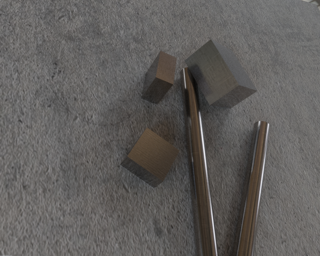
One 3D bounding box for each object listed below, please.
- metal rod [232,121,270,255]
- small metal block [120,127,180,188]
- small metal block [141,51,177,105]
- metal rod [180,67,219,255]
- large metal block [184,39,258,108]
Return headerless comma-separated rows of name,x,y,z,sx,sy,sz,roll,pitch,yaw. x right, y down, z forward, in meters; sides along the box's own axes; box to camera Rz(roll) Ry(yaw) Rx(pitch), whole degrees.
metal rod,0.117,0.107,0.403,0.025,0.025,0.300,30,52,-9
small metal block,-0.011,0.036,0.377,0.050,0.025,0.050,36,51,-5
small metal block,-0.002,-0.069,0.431,0.025,0.050,0.050,20,54,-17
metal rod,0.049,0.043,0.405,0.025,0.025,0.299,12,57,-22
large metal block,0.094,-0.079,0.471,0.080,0.050,0.080,0,59,-56
